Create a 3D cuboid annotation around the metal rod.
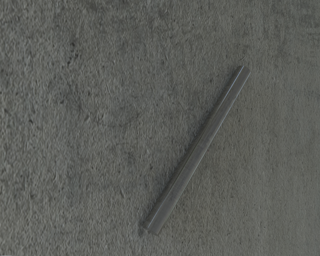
[{"bbox_3d":[0.064,0.018,0.456,0.025,0.025,0.301,49,61,-29],"label":"metal rod"}]
